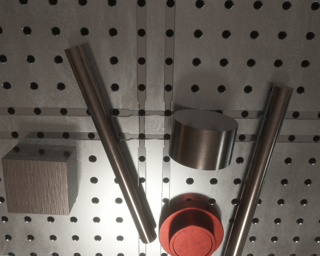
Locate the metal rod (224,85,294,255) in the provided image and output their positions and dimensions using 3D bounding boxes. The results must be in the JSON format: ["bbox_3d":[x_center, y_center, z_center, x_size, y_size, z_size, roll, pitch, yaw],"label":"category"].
[{"bbox_3d":[0.134,0.085,0.446,0.025,0.025,0.298,8,110,-4],"label":"metal rod"}]

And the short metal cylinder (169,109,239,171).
[{"bbox_3d":[0.053,0.012,0.389,0.081,0.080,0.050,6,110,-3],"label":"short metal cylinder"}]

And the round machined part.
[{"bbox_3d":[0.047,0.162,0.465,0.099,0.042,0.097,0,110,-1],"label":"round machined part"}]

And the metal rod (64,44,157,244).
[{"bbox_3d":[-0.060,0.035,0.425,0.025,0.025,0.298,-16,110,5],"label":"metal rod"}]

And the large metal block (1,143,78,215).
[{"bbox_3d":[-0.160,0.069,0.423,0.081,0.050,0.079,3,110,-2],"label":"large metal block"}]
